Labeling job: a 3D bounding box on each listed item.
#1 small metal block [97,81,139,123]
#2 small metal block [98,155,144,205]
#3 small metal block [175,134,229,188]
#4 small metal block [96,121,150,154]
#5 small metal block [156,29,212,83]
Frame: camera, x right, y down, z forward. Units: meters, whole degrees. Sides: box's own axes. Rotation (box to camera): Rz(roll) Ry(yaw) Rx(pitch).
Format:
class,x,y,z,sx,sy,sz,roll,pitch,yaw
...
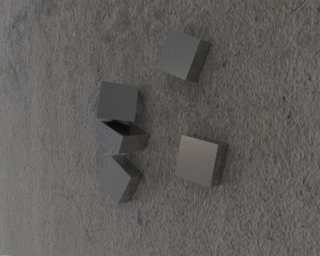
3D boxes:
class,x,y,z,sx,sy,sz,roll,pitch,yaw
small metal block,-0.059,-0.035,0.431,0.025,0.050,0.050,172,105,-79
small metal block,-0.058,0.075,0.453,0.050,0.025,0.050,40,114,32
small metal block,0.049,0.037,0.365,0.050,0.025,0.050,15,100,39
small metal block,-0.051,0.011,0.431,0.050,0.050,0.025,30,111,36
small metal block,0.029,-0.089,0.381,0.050,0.025,0.050,31,109,35
